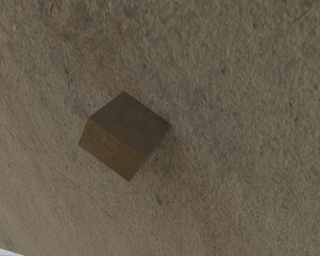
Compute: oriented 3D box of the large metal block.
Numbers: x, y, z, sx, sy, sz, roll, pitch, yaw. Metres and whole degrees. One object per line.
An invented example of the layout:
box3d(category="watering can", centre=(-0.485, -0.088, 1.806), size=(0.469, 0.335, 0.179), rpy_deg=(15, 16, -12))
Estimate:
box3d(category="large metal block", centre=(-0.043, 0.008, 0.400), size=(0.080, 0.080, 0.050), rpy_deg=(35, 129, 5))
